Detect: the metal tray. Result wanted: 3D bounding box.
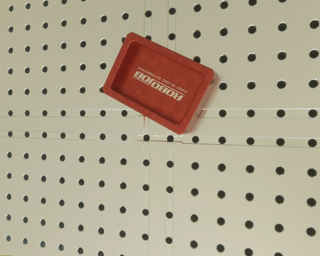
[{"bbox_3d":[-0.002,-0.059,0.410,0.130,0.030,0.090,29,100,17],"label":"metal tray"}]
